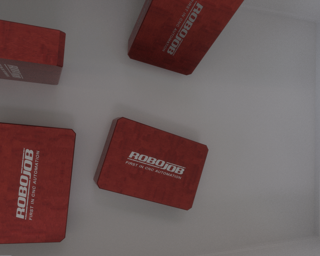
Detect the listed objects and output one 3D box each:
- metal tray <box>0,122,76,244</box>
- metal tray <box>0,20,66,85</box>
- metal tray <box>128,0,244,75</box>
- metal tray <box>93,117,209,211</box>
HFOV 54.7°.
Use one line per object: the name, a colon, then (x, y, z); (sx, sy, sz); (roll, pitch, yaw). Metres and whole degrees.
metal tray: (-0.150, 0.061, 0.353); (0.091, 0.030, 0.129); (6, 88, -20)
metal tray: (-0.144, -0.070, 0.302); (0.091, 0.130, 0.030); (5, 89, -20)
metal tray: (0.025, -0.126, 0.366); (0.091, 0.129, 0.030); (13, 52, -20)
metal tray: (-0.009, 0.047, 0.404); (0.131, 0.030, 0.090); (19, 84, -19)
